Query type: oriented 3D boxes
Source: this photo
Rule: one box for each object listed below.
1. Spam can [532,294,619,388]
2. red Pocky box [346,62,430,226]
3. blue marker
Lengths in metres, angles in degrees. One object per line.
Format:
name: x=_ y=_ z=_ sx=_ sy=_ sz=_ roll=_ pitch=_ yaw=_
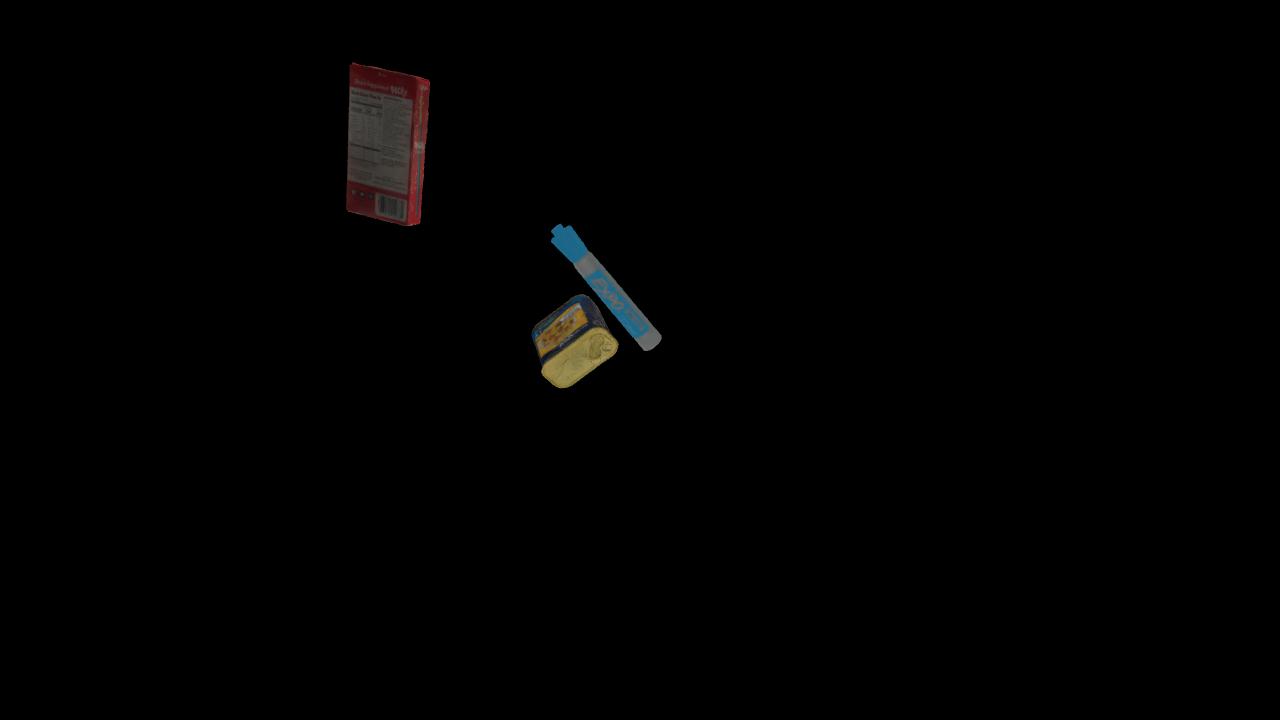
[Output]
Spam can: x=-0.089 y=-0.027 z=0.811 sx=0.101 sy=0.085 sz=0.058 roll=-36 pitch=-46 yaw=7
red Pocky box: x=-0.274 y=-0.230 z=0.666 sx=0.083 sy=0.155 sz=0.028 roll=16 pitch=21 yaw=11
blue marker: x=-0.025 y=-0.055 z=0.472 sx=0.121 sy=0.020 sz=0.020 roll=49 pitch=-25 yaw=-24
